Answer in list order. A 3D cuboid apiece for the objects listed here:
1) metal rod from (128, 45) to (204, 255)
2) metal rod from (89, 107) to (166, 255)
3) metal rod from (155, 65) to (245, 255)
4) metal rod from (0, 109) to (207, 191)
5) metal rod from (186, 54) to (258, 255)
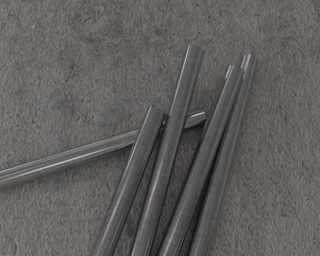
[{"bbox_3d":[0.006,0.039,0.373,0.025,0.025,0.299,15,78,5],"label":"metal rod"},{"bbox_3d":[-0.055,0.116,0.350,0.025,0.025,0.299,19,76,7],"label":"metal rod"},{"bbox_3d":[0.045,0.056,0.377,0.025,0.025,0.299,21,75,7],"label":"metal rod"},{"bbox_3d":[-0.085,0.030,0.396,0.302,0.025,0.025,-17,71,-6],"label":"metal rod"},{"bbox_3d":[0.082,0.036,0.395,0.025,0.025,0.299,17,71,6],"label":"metal rod"}]
